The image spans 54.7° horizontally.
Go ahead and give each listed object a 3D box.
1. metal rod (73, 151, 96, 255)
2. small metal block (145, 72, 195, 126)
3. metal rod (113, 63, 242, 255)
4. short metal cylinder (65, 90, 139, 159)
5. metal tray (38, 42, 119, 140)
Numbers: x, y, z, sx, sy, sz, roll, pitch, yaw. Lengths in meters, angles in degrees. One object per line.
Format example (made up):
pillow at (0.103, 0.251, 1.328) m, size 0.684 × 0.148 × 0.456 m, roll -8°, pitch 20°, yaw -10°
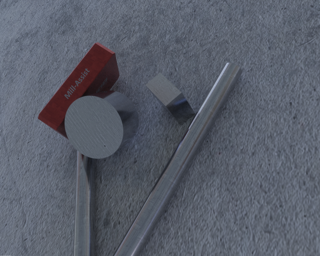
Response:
metal rod at (-0.091, 0.122, 0.374) m, size 0.025 × 0.025 × 0.299 m, roll -20°, pitch 54°, yaw 16°
small metal block at (0.014, -0.037, 0.402) m, size 0.025 × 0.050 × 0.050 m, roll -41°, pitch 51°, yaw 0°
metal rod at (0.019, 0.048, 0.363) m, size 0.025 × 0.025 × 0.300 m, roll 21°, pitch 73°, yaw 35°
short metal cylinder at (-0.074, -0.006, 0.403) m, size 0.080 × 0.050 × 0.079 m, roll 4°, pitch 105°, yaw 17°
metal tray at (-0.110, -0.049, 0.446) m, size 0.030 × 0.090 × 0.130 m, roll 33°, pitch 78°, yaw 4°
